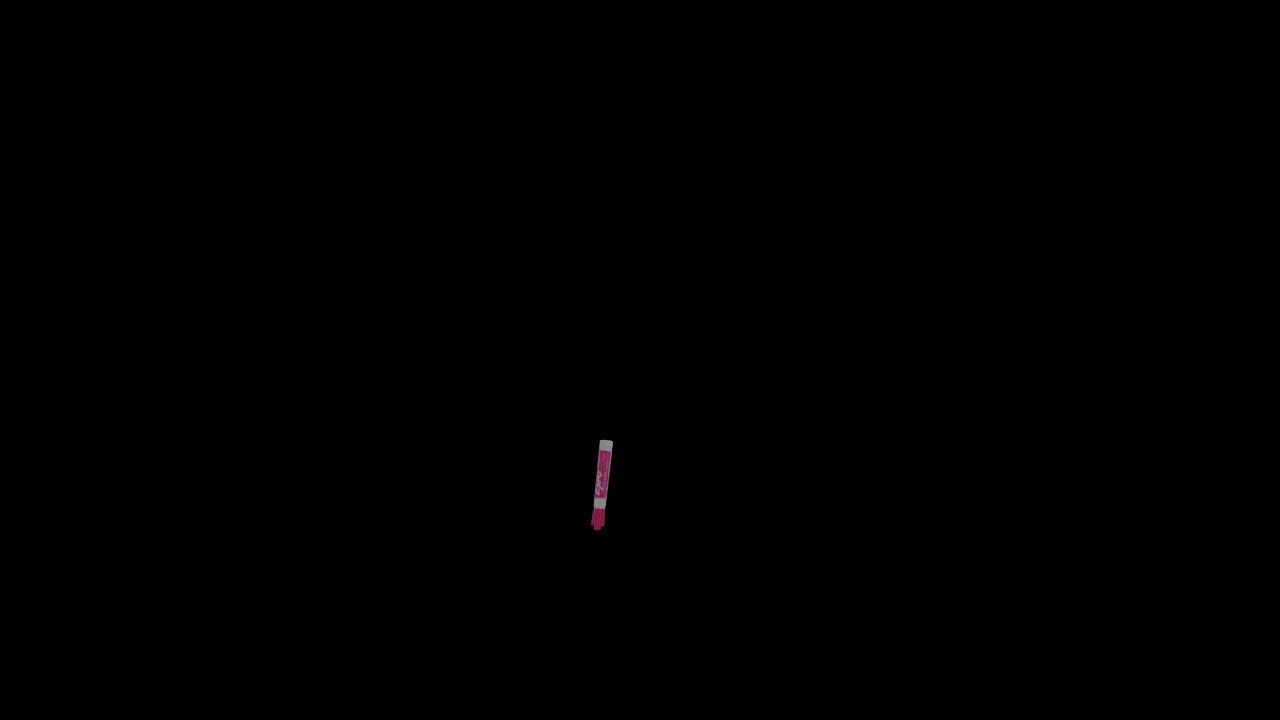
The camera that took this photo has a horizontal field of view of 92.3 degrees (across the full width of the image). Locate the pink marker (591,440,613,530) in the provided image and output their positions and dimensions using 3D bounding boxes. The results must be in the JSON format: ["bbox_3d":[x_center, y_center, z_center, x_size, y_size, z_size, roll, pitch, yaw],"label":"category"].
[{"bbox_3d":[-0.052,0.171,0.842,0.020,0.121,0.020,5,-15,1],"label":"pink marker"}]
